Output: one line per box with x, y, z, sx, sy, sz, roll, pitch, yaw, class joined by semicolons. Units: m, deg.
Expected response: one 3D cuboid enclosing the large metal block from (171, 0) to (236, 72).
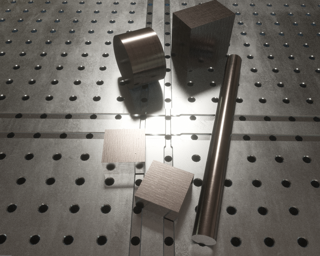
0.066;-0.148;0.497;0.081;0.080;0.050;-24;54;-19;large metal block

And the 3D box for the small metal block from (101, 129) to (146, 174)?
-0.043;0.028;0.383;0.050;0.025;0.050;-1;50;-2;small metal block

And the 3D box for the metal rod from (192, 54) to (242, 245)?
0.082;0.002;0.406;0.025;0.025;0.300;11;51;9;metal rod

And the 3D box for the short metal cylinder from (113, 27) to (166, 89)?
-0.031;-0.103;0.458;0.050;0.080;0.080;-20;53;-17;short metal cylinder

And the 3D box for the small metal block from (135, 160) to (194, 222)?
0.006;0.070;0.349;0.050;0.025;0.050;18;52;14;small metal block
